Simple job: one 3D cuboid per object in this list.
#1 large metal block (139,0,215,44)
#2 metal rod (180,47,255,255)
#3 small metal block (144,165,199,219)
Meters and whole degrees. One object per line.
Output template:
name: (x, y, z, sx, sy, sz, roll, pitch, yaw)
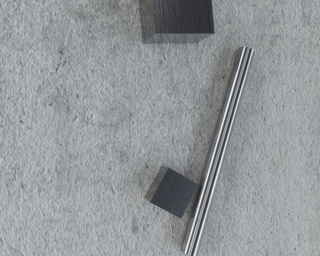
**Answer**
large metal block: (0.019, -0.156, 0.403, 0.081, 0.050, 0.079, -7, 92, -20)
metal rod: (0.083, 0.028, 0.439, 0.025, 0.025, 0.299, 19, 84, -19)
small metal block: (0.015, 0.085, 0.415, 0.050, 0.025, 0.050, 32, 80, -17)
